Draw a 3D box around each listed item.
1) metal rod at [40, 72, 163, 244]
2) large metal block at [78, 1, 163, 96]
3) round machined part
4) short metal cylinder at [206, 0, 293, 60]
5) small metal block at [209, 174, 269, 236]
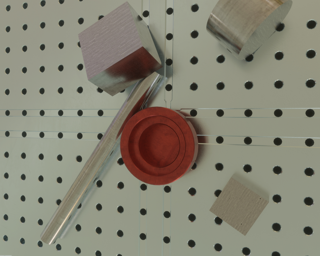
[{"bbox_3d":[-0.088,0.046,0.442,0.025,0.025,0.299,37,101,16],"label":"metal rod"},{"bbox_3d":[-0.053,-0.101,0.404,0.080,0.050,0.080,-28,61,17],"label":"large metal block"},{"bbox_3d":[0.002,0.022,0.402,0.098,0.042,0.097,0,90,19],"label":"round machined part"},{"bbox_3d":[0.099,-0.124,0.348,0.080,0.080,0.050,-47,76,14],"label":"short metal cylinder"},{"bbox_3d":[0.097,0.093,0.378,0.050,0.025,0.050,34,101,16],"label":"small metal block"}]
